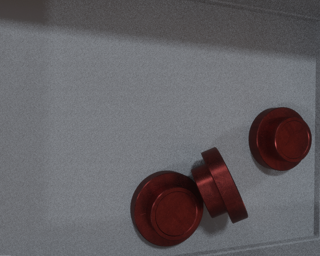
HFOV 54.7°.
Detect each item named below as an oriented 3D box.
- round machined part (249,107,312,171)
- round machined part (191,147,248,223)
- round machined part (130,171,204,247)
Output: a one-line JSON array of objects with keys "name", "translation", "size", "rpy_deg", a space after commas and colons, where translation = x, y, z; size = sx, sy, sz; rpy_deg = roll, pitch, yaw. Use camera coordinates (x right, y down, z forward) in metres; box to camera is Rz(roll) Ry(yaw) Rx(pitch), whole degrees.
[{"name": "round machined part", "translation": [0.189, 0.017, 0.471], "size": [0.099, 0.042, 0.097], "rpy_deg": [0, 90, -20]}, {"name": "round machined part", "translation": [0.073, 0.077, 0.403], "size": [0.042, 0.098, 0.098], "rpy_deg": [-24, 99, 4]}, {"name": "round machined part", "translation": [0.014, 0.107, 0.407], "size": [0.099, 0.042, 0.097], "rpy_deg": [0, 90, -20]}]
